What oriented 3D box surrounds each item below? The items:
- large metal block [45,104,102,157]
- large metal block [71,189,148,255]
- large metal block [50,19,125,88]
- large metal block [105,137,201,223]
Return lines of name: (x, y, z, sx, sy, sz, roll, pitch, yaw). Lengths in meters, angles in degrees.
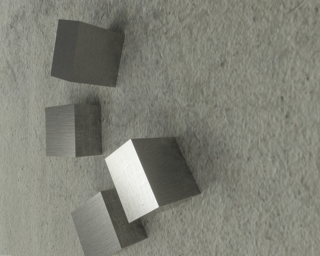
large metal block: (-0.141, 0.005, 0.502, 0.080, 0.050, 0.079, -3, 88, 39)
large metal block: (-0.075, 0.141, 0.448, 0.080, 0.050, 0.080, -38, 67, 33)
large metal block: (-0.105, -0.107, 0.453, 0.050, 0.081, 0.079, 20, 102, 38)
large metal block: (-0.008, 0.059, 0.374, 0.050, 0.081, 0.080, -37, 67, 33)
